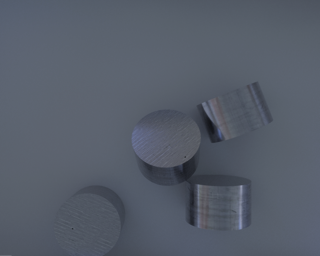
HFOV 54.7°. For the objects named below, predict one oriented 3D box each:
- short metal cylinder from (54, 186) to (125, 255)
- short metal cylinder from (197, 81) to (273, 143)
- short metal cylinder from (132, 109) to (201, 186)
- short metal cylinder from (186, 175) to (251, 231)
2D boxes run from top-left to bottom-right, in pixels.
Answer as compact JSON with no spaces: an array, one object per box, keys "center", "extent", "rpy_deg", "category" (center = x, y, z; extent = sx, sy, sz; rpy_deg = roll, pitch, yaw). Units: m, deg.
[{"center":[-0.088,0.118,0.398],"extent":[0.081,0.050,0.079],"rpy_deg":[0,90,-1],"category":"short metal cylinder"},{"center":[0.092,-0.019,0.385],"extent":[0.080,0.080,0.050],"rpy_deg":[-21,90,0],"category":"short metal cylinder"},{"center":[0.009,0.024,0.381],"extent":[0.080,0.050,0.080],"rpy_deg":[-2,56,3],"category":"short metal cylinder"},{"center":[0.072,0.089,0.385],"extent":[0.081,0.080,0.050],"rpy_deg":[0,90,-1],"category":"short metal cylinder"}]
